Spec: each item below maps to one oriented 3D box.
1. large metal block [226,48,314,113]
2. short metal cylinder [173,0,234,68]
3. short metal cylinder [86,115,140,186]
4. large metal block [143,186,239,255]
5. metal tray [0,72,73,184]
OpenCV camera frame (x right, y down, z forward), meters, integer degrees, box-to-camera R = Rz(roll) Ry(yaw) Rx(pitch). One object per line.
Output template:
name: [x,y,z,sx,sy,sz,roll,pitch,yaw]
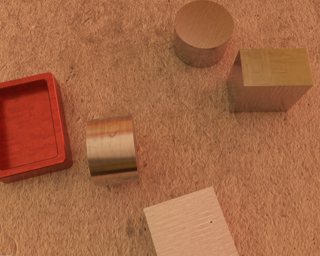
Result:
large metal block: [0.136,-0.059,0.402,0.081,0.080,0.050,-1,70,-1]
short metal cylinder: [0.060,-0.134,0.444,0.081,0.050,0.080,0,70,0]
short metal cylinder: [-0.054,0.026,0.369,0.050,0.080,0.080,-7,70,-3]
large metal block: [0.033,0.120,0.351,0.080,0.050,0.080,-17,71,-6]
metal tray: [-0.172,-0.002,0.404,0.091,0.030,0.130,-14,71,-5]
